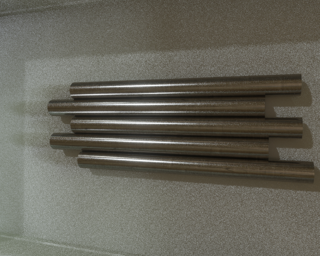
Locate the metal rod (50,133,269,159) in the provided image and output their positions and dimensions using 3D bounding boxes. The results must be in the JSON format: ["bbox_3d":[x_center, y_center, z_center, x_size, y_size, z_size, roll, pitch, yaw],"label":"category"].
[{"bbox_3d":[-0.014,0.022,0.413,0.301,0.025,0.025,1,90,19],"label":"metal rod"}]

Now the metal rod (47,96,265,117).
[{"bbox_3d":[-0.018,-0.028,0.414,0.301,0.025,0.025,1,90,19],"label":"metal rod"}]

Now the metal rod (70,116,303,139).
[{"bbox_3d":[0.019,-0.002,0.402,0.301,0.025,0.025,1,90,19],"label":"metal rod"}]

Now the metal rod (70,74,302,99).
[{"bbox_3d":[0.018,-0.052,0.402,0.301,0.025,0.025,1,90,19],"label":"metal rod"}]

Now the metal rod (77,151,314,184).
[{"bbox_3d":[0.030,0.048,0.398,0.301,0.025,0.025,1,90,19],"label":"metal rod"}]
